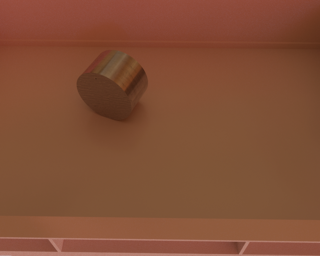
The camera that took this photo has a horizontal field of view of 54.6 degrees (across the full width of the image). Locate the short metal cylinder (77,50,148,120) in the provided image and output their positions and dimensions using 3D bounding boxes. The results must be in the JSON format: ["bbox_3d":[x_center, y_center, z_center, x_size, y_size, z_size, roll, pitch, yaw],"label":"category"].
[{"bbox_3d":[-0.063,-0.057,0.417,0.080,0.080,0.050,18,53,15],"label":"short metal cylinder"}]
